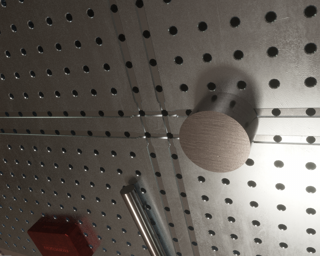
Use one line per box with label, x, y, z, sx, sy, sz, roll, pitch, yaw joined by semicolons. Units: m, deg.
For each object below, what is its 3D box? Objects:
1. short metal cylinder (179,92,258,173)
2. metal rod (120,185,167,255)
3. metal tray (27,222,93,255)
short metal cylinder;0.069;0.005;0.361;0.080;0.050;0.079;13;124;20
metal rod;-0.001;0.228;0.551;0.025;0.025;0.298;-8;115;31
metal tray;-0.218;0.250;0.675;0.130;0.030;0.090;-8;115;31
